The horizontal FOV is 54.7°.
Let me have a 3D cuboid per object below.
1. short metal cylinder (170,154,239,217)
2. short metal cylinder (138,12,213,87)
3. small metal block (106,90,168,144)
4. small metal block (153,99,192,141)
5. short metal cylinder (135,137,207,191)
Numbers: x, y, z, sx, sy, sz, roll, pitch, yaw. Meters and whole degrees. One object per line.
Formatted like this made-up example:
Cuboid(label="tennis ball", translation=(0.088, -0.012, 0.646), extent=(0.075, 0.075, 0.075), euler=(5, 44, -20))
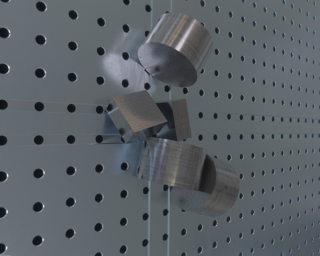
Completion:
Cuboid(label="short metal cylinder", translation=(0.060, 0.077, 0.423), extent=(0.050, 0.080, 0.080), euler=(26, 74, -38))
Cuboid(label="short metal cylinder", translation=(0.020, -0.096, 0.390), extent=(0.080, 0.080, 0.050), euler=(42, 65, -32))
Cuboid(label="small metal block", translation=(-0.028, -0.014, 0.370), extent=(0.050, 0.025, 0.050), euler=(-19, 67, -38))
Cuboid(label="small metal block", translation=(0.011, -0.010, 0.402), extent=(0.025, 0.050, 0.050), euler=(-16, 101, -39))
Cuboid(label="short metal cylinder", translation=(0.014, 0.045, 0.385), extent=(0.080, 0.080, 0.050), euler=(19, 79, -39))
